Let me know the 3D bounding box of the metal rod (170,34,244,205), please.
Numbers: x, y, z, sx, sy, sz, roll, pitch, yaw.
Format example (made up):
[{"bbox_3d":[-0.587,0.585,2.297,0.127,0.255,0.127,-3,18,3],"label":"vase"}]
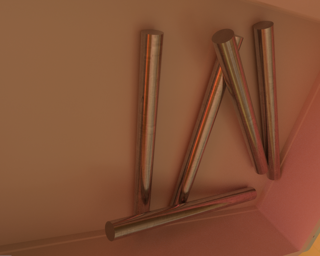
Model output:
[{"bbox_3d":[0.058,0.014,0.451,0.025,0.025,0.298,0,118,-29],"label":"metal rod"}]

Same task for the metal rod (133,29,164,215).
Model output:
[{"bbox_3d":[-0.019,0.023,0.414,0.025,0.025,0.298,-10,123,-24],"label":"metal rod"}]

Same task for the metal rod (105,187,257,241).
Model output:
[{"bbox_3d":[0.054,0.127,0.487,0.302,0.025,0.025,-2,120,-39],"label":"metal rod"}]

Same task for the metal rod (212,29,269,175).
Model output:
[{"bbox_3d":[0.126,-0.014,0.449,0.025,0.025,0.300,-37,136,-4],"label":"metal rod"}]

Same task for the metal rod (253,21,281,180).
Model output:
[{"bbox_3d":[0.174,-0.022,0.492,0.025,0.025,0.299,-28,128,-11],"label":"metal rod"}]
